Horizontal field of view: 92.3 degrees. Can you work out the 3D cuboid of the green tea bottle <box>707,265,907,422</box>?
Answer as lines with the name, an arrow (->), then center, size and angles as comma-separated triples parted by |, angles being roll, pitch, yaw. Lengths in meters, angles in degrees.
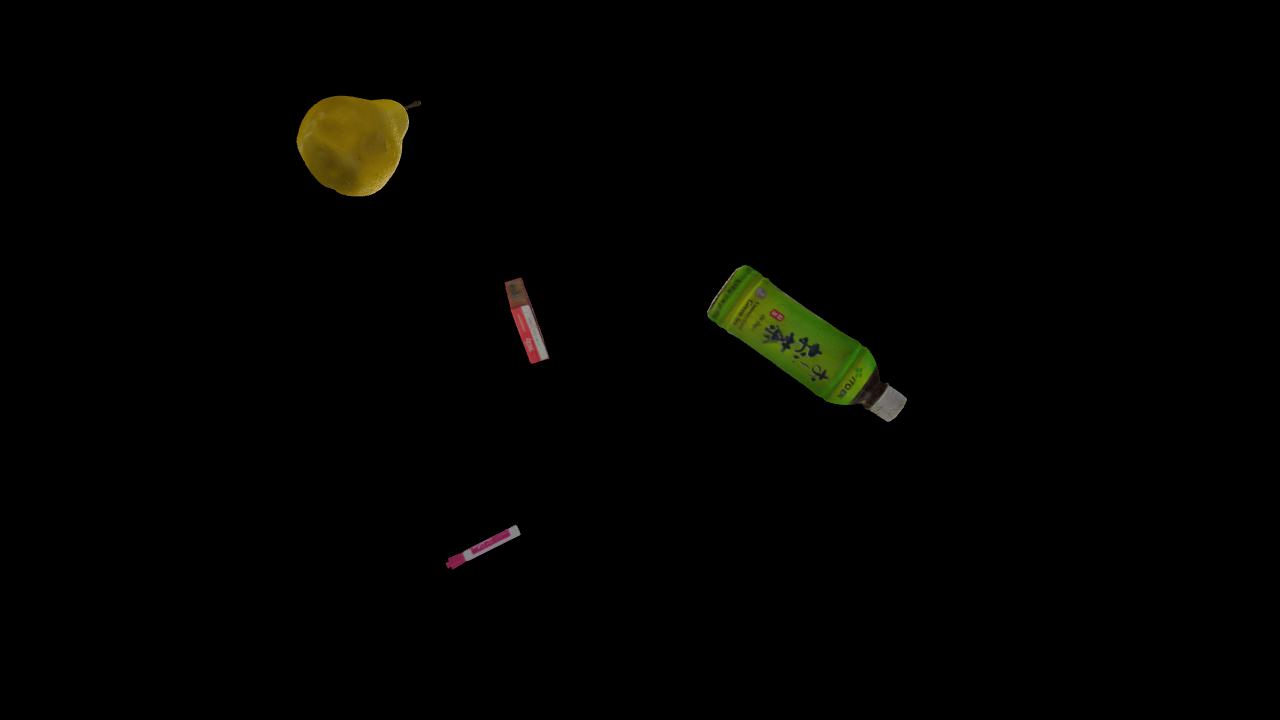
green tea bottle -> 0.171, -0.013, 0.624 | 0.212, 0.073, 0.073 | 35, 7, 10

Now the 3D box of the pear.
pear -> -0.223, -0.186, 0.502 | 0.080, 0.080, 0.111 | 0, 42, 19

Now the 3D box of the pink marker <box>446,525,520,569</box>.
pink marker -> -0.250, 0.299, 0.982 | 0.121, 0.020, 0.020 | -23, 9, -22

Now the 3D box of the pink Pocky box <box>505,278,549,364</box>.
pink Pocky box -> -0.164, -0.060, 0.880 | 0.029, 0.084, 0.155 | -19, 25, -8
